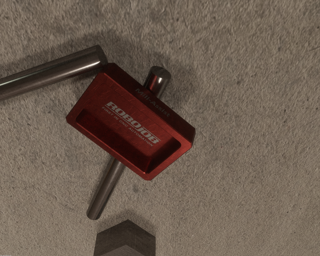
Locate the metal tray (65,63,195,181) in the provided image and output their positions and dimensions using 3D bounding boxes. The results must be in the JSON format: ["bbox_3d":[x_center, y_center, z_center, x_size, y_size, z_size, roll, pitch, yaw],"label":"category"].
[{"bbox_3d":[-0.035,-0.003,0.369,0.130,0.030,0.090,38,125,-11],"label":"metal tray"}]

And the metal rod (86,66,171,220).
[{"bbox_3d":[-0.056,0.042,0.441,0.025,0.025,0.298,17,128,-15],"label":"metal rod"}]

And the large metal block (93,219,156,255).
[{"bbox_3d":[-0.065,0.225,0.582,0.080,0.050,0.080,-31,124,23],"label":"large metal block"}]

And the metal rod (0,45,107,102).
[{"bbox_3d":[-0.206,-0.040,0.370,0.301,0.025,0.025,-15,129,12],"label":"metal rod"}]
